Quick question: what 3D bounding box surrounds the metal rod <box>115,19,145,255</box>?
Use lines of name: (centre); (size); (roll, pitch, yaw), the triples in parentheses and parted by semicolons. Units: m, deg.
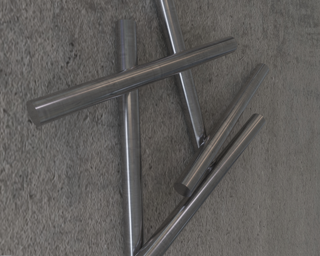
metal rod: (-0.035, 0.023, 0.374); (0.025, 0.025, 0.298); (-4, 93, -40)

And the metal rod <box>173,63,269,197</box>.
metal rod: (0.106, -0.015, 0.468); (0.301, 0.025, 0.025); (-49, 119, -37)

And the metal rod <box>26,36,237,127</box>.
metal rod: (-0.005, -0.068, 0.366); (0.302, 0.025, 0.025); (-27, 107, -37)

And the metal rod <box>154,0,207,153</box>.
metal rod: (0.035, -0.063, 0.433); (0.025, 0.025, 0.298); (-26, 106, -37)

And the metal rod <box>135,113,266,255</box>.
metal rod: (0.066, 0.075, 0.426); (0.301, 0.025, 0.025); (-43, 116, -31)
